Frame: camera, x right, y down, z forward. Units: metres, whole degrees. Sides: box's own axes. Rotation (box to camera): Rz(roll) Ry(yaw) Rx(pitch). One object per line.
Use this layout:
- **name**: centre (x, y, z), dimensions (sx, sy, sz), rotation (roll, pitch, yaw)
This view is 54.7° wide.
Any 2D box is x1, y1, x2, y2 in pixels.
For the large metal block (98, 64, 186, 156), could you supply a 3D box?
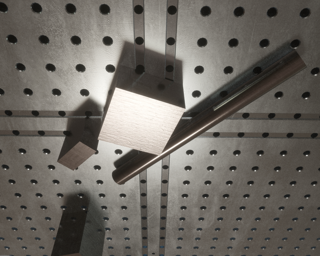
- **large metal block**: centre (-0.023, -0.020, 0.378), dimensions (0.081, 0.050, 0.079), rotation (16, 128, -14)

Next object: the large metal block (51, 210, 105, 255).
- **large metal block**: centre (-0.141, 0.206, 0.549), dimensions (0.050, 0.080, 0.080), rotation (-13, 129, 10)

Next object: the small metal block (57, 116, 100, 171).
- **small metal block**: centre (-0.106, 0.020, 0.411), dimensions (0.025, 0.050, 0.050), rotation (37, 121, -27)

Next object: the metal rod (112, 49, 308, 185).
- **metal rod**: centre (0.047, -0.001, 0.411), dimensions (0.299, 0.025, 0.025), rotation (-35, 122, 25)
